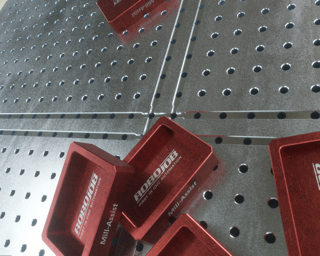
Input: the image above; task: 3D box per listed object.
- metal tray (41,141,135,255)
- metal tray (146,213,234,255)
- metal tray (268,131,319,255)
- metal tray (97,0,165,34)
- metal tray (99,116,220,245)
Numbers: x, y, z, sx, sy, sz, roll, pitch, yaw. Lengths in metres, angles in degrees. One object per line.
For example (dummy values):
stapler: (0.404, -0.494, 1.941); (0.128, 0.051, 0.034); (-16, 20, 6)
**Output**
metal tray: (-0.087, 0.091, 0.362); (0.090, 0.030, 0.129); (22, 95, 40)
metal tray: (0.016, 0.161, 0.298); (0.130, 0.030, 0.090); (-48, 51, -6)
metal tray: (0.157, 0.066, 0.282); (0.090, 0.030, 0.130); (-12, 56, 21)
metal tray: (-0.048, -0.245, 0.582); (0.130, 0.030, 0.090); (-34, 51, 5)
metal tray: (-0.004, 0.058, 0.372); (0.130, 0.030, 0.090); (-49, 51, -7)
